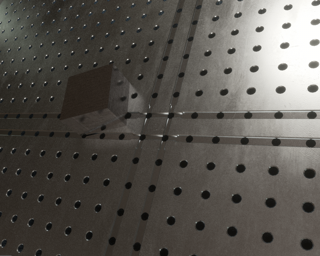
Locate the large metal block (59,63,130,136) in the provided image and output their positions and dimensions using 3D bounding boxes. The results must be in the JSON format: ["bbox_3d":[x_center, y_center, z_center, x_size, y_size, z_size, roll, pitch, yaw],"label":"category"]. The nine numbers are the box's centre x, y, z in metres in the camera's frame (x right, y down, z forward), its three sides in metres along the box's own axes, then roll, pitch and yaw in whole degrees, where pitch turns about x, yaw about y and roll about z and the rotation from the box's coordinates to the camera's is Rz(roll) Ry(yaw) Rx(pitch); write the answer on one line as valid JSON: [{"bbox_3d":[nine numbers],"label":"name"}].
[{"bbox_3d":[-0.095,-0.041,0.466,0.080,0.050,0.080,-12,57,21],"label":"large metal block"}]
